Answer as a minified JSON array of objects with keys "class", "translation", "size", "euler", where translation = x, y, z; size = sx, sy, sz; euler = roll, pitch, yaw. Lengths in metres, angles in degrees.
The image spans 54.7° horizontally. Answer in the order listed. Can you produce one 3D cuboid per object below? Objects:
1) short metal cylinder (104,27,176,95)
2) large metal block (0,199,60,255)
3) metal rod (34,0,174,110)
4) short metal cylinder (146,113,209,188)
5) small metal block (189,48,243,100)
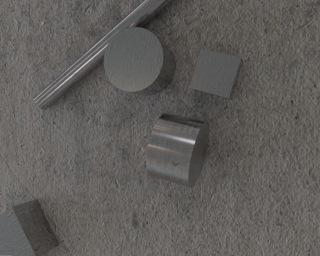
[{"class":"short metal cylinder","translation":[-0.025,-0.084,0.405],"size":[0.080,0.050,0.079],"euler":[0,90,20]},{"class":"large metal block","translation":[-0.215,0.168,0.472],"size":[0.080,0.050,0.080],"euler":[-35,79,16]},{"class":"metal rod","translation":[-0.066,-0.122,0.431],"size":[0.300,0.025,0.025],"euler":[-36,79,16]},{"class":"short metal cylinder","translation":[0.023,0.026,0.371],"size":[0.050,0.080,0.079],"euler":[13,94,19]},{"class":"small metal block","translation":[0.070,-0.066,0.384],"size":[0.050,0.025,0.050],"euler":[18,96,19]}]
